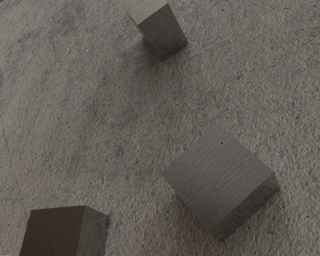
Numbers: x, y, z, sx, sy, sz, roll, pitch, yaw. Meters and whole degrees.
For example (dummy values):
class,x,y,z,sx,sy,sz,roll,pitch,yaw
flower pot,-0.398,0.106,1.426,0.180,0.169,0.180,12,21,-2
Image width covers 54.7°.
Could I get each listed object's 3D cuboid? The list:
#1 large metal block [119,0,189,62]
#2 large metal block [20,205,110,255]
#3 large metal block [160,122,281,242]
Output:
class,x,y,z,sx,sy,sz,roll,pitch,yaw
large metal block,-0.009,-0.162,0.473,0.050,0.080,0.080,-35,51,5
large metal block,-0.112,0.139,0.361,0.080,0.050,0.080,-10,57,22
large metal block,0.062,0.055,0.321,0.080,0.050,0.080,-43,51,-1
